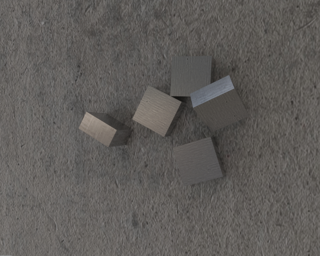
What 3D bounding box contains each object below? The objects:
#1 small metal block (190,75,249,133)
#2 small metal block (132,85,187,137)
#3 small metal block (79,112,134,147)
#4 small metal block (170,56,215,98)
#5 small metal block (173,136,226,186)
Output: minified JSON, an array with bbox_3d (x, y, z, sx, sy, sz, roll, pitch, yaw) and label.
[{"bbox_3d":[0.071,-0.027,0.368,0.050,0.050,0.025,-25,42,18],"label":"small metal block"},{"bbox_3d":[0.000,-0.022,0.409,0.050,0.025,0.050,29,100,17],"label":"small metal block"},{"bbox_3d":[-0.072,0.001,0.421,0.050,0.050,0.025,30,100,17],"label":"small metal block"},{"bbox_3d":[0.042,-0.064,0.394,0.050,0.025,0.050,3,91,19],"label":"small metal block"},{"bbox_3d":[0.050,0.041,0.391,0.050,0.025,0.050,-18,84,19],"label":"small metal block"}]
